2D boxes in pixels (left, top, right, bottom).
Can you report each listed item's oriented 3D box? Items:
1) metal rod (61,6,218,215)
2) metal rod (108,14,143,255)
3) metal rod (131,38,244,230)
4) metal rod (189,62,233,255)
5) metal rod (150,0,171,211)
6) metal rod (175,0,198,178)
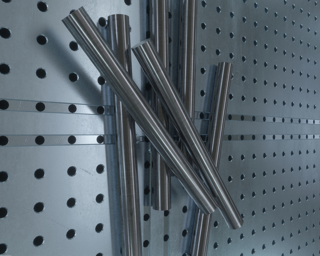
[{"bbox_3d":[-0.009,-0.001,0.366,0.025,0.025,0.300,-50,119,-28],"label":"metal rod"},{"bbox_3d":[-0.041,0.018,0.373,0.025,0.025,0.298,-5,94,-40],"label":"metal rod"},{"bbox_3d":[0.046,0.023,0.412,0.025,0.025,0.299,-44,116,-31],"label":"metal rod"},{"bbox_3d":[0.080,0.046,0.474,0.025,0.025,0.299,16,80,-39],"label":"metal rod"},{"bbox_3d":[0.000,-0.043,0.408,0.025,0.025,0.298,-2,91,-40],"label":"metal rod"},{"bbox_3d":[0.038,-0.080,0.439,0.025,0.025,0.298,3,88,-40],"label":"metal rod"}]
